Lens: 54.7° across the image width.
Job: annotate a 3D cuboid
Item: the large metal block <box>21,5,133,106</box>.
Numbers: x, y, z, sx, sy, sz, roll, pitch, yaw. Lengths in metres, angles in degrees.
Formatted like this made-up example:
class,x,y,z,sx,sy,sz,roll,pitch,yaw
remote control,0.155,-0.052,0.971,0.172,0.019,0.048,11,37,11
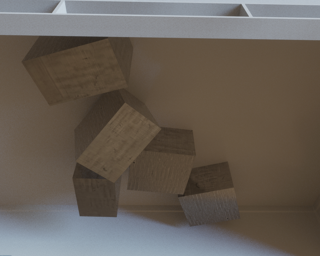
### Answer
class,x,y,z,sx,sy,sz,roll,pitch,yaw
large metal block,-0.075,-0.074,0.309,0.080,0.080,0.050,-12,129,10

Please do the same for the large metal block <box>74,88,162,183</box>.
class,x,y,z,sx,sy,sz,roll,pitch,yaw
large metal block,-0.053,0.002,0.358,0.050,0.080,0.080,37,99,-27

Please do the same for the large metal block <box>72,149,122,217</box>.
class,x,y,z,sx,sy,sz,roll,pitch,yaw
large metal block,-0.082,0.065,0.427,0.050,0.080,0.079,2,130,-2

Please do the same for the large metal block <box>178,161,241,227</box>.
class,x,y,z,sx,sy,sz,roll,pitch,yaw
large metal block,0.076,0.104,0.483,0.080,0.050,0.080,-12,129,10

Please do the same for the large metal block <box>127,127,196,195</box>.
class,x,y,z,sx,sy,sz,roll,pitch,yaw
large metal block,0.000,0.045,0.431,0.081,0.050,0.079,6,130,-6
